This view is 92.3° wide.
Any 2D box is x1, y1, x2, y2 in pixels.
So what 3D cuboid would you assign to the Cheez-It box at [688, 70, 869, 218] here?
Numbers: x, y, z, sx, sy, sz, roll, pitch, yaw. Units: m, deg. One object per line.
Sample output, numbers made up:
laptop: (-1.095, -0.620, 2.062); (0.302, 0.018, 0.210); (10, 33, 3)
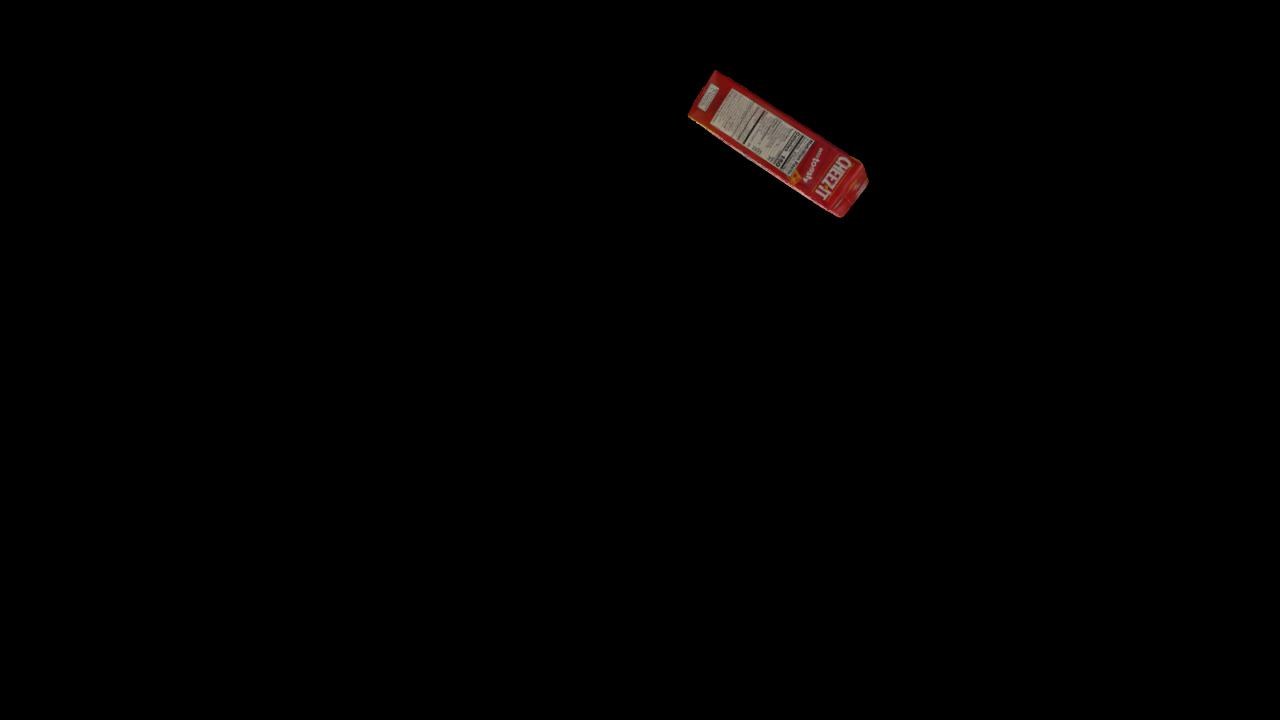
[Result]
Cheez-It box: (0.189, -0.278, 0.811); (0.223, 0.071, 0.166); (40, 22, 13)
